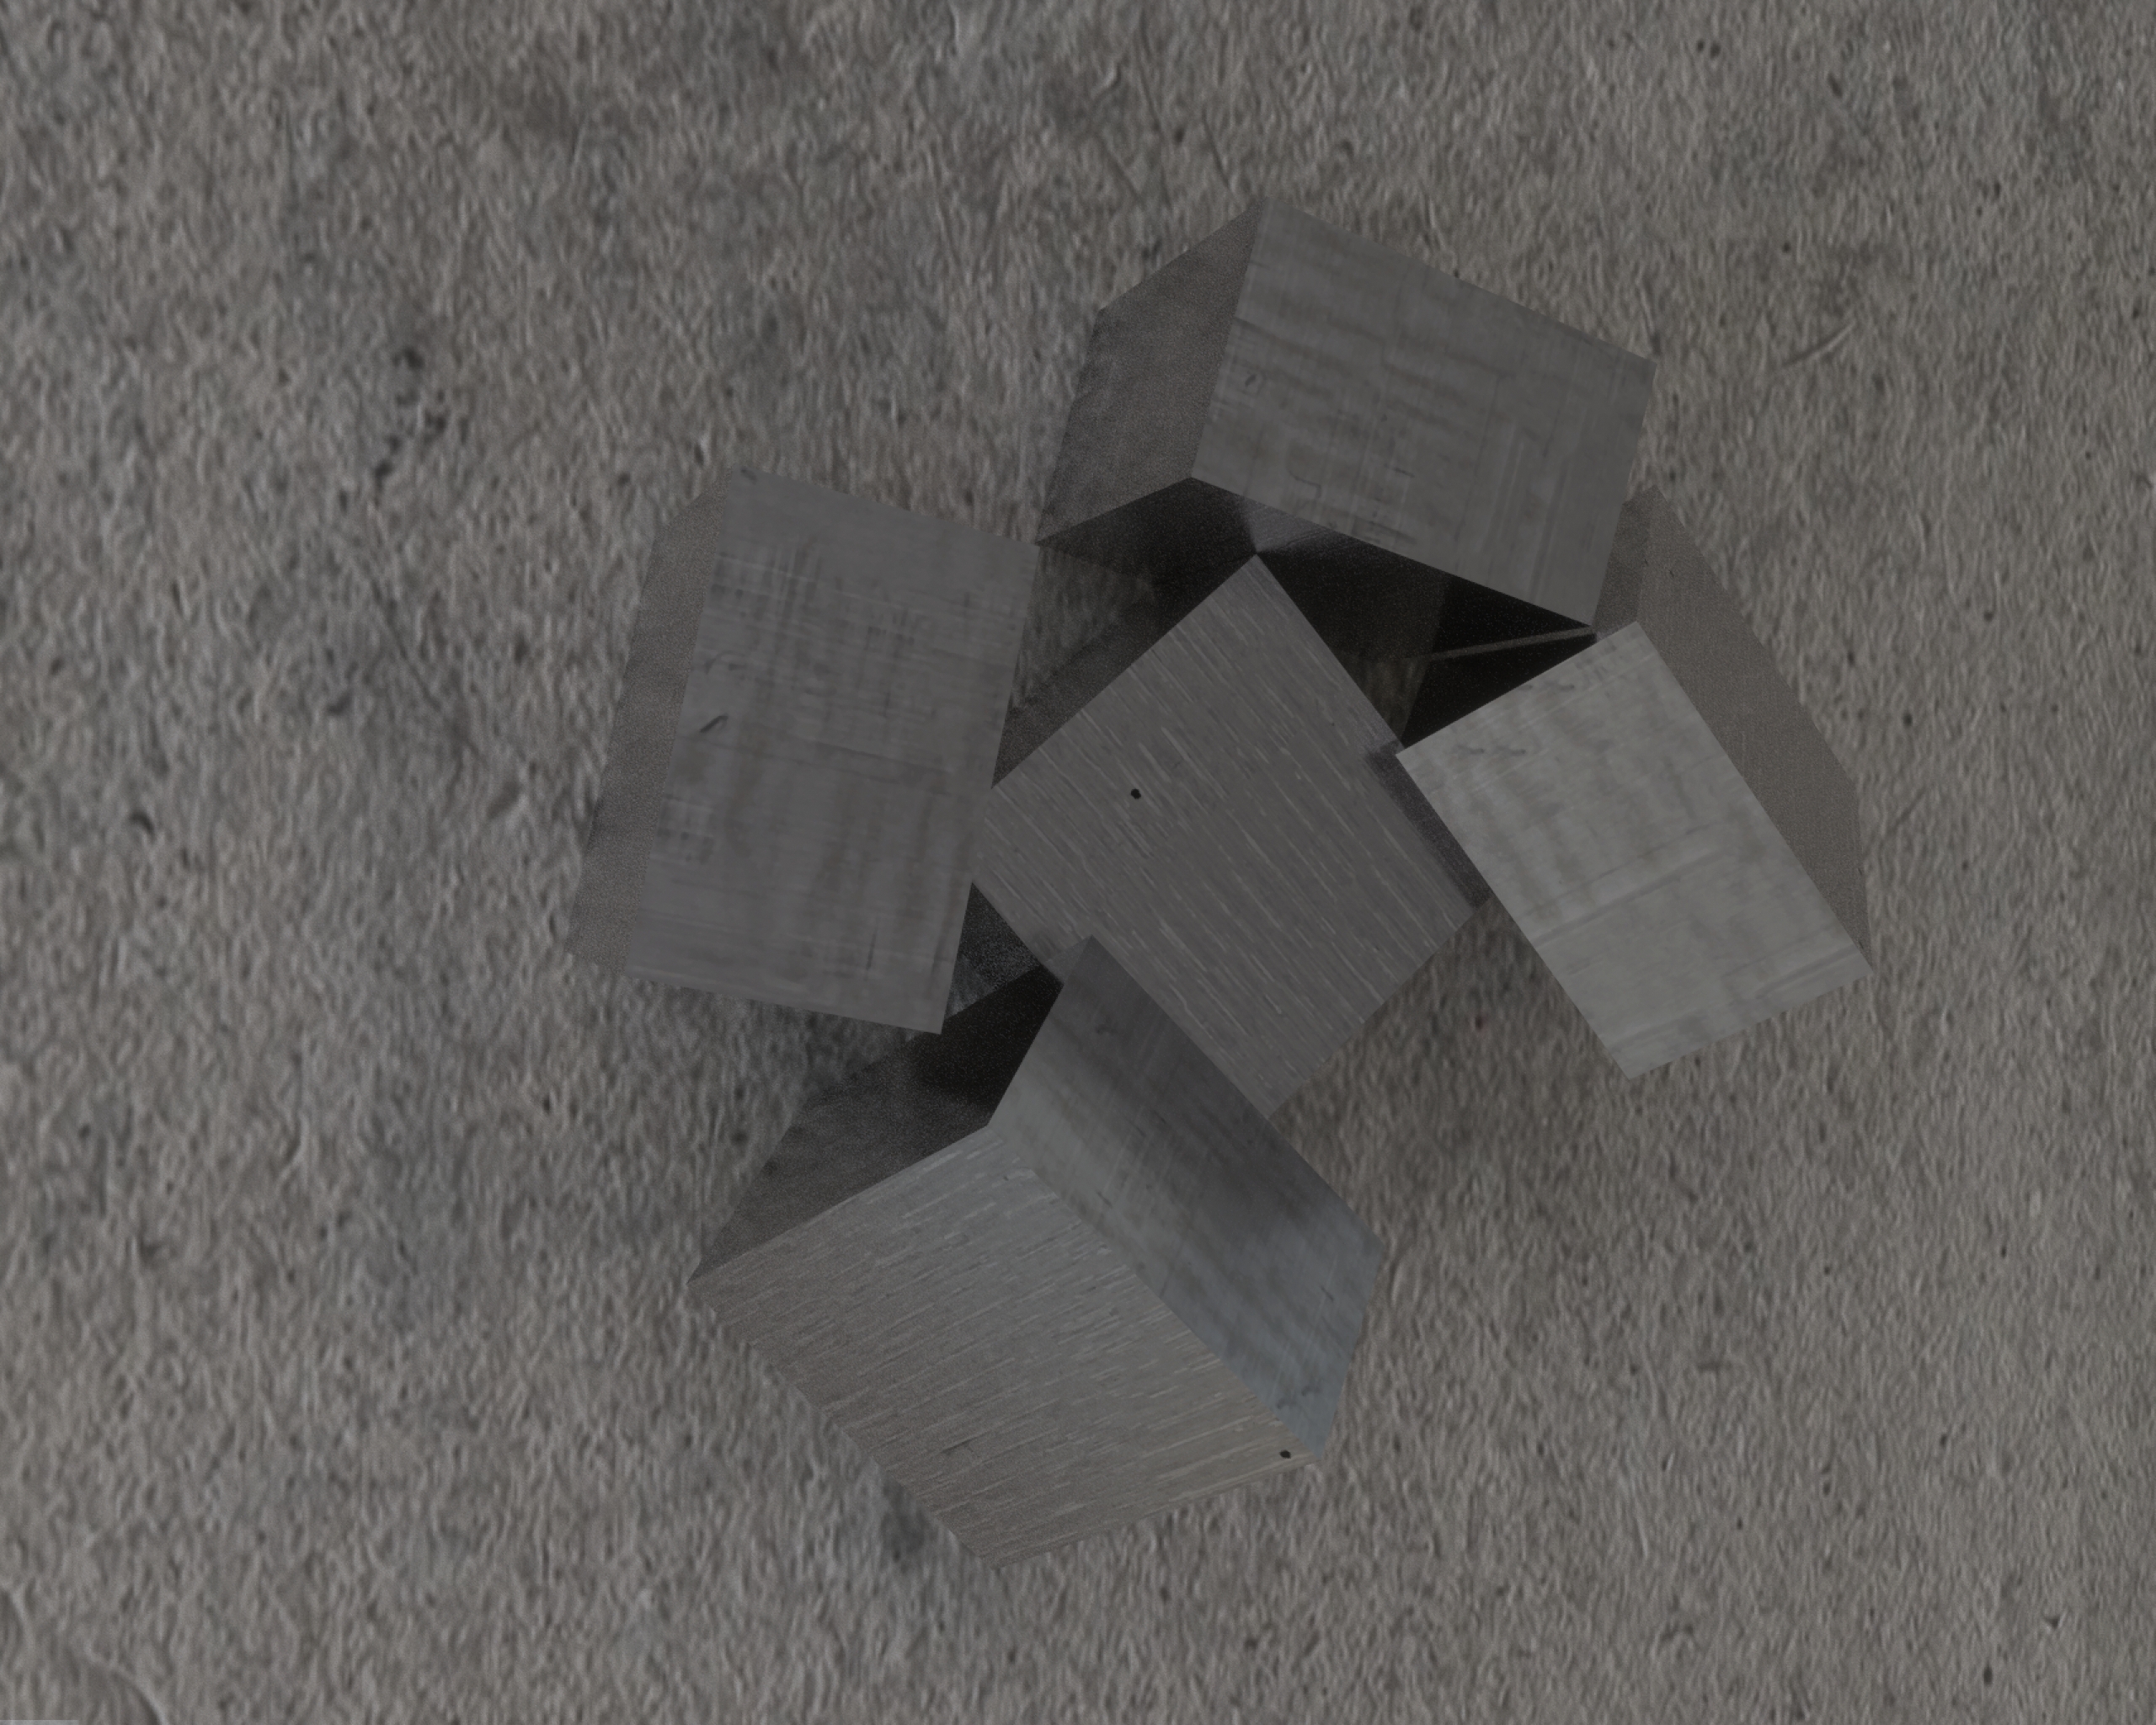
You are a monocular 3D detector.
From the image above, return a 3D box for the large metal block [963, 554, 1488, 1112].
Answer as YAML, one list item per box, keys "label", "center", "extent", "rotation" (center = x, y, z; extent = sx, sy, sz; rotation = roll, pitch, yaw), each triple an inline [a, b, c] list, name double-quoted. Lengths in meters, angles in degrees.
- label: "large metal block"
  center: [0.020, -0.001, 0.403]
  extent: [0.080, 0.050, 0.080]
  rotation: [-43, 104, -15]

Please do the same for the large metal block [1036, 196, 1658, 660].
- label: "large metal block"
  center: [0.048, -0.077, 0.397]
  extent: [0.081, 0.080, 0.050]
  rotation: [17, 85, -19]

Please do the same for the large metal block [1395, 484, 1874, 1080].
- label: "large metal block"
  center: [0.112, -0.018, 0.415]
  extent: [0.080, 0.050, 0.080]
  rotation: [53, 29, -13]

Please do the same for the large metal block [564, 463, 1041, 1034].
- label: "large metal block"
  center: [-0.051, -0.017, 0.361]
  extent: [0.050, 0.080, 0.080]
  rotation: [13, 86, -20]

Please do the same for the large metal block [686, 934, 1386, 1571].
- label: "large metal block"
  center: [-0.007, 0.071, 0.370]
  extent: [0.080, 0.080, 0.050]
  rotation: [47, 38, -14]
